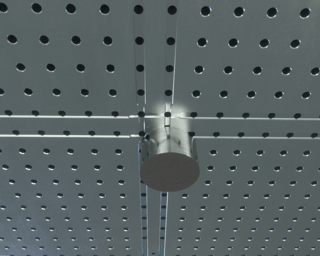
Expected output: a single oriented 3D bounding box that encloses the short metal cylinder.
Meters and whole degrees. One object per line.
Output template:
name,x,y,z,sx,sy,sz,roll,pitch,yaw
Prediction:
short metal cylinder,0.013,0.045,0.434,0.081,0.050,0.079,0,130,0
